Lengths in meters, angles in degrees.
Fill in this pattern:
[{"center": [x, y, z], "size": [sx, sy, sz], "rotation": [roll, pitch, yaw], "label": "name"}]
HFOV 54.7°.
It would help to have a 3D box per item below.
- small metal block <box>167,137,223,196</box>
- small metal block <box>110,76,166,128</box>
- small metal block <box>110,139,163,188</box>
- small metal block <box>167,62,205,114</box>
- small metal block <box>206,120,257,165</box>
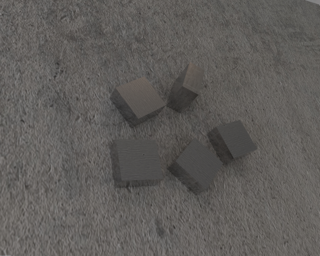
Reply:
[{"center": [0.046, 0.049, 0.398], "size": [0.050, 0.025, 0.050], "rotation": [43, 51, 1], "label": "small metal block"}, {"center": [-0.029, -0.035, 0.409], "size": [0.050, 0.025, 0.050], "rotation": [-29, 78, -38], "label": "small metal block"}, {"center": [-0.028, 0.041, 0.363], "size": [0.050, 0.025, 0.050], "rotation": [2, 61, -27], "label": "small metal block"}, {"center": [0.036, -0.057, 0.441], "size": [0.025, 0.050, 0.050], "rotation": [27, 52, -12], "label": "small metal block"}, {"center": [0.104, 0.020, 0.447], "size": [0.050, 0.025, 0.050], "rotation": [-14, 69, -34], "label": "small metal block"}]
